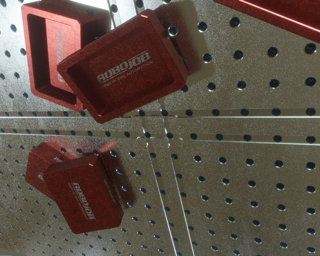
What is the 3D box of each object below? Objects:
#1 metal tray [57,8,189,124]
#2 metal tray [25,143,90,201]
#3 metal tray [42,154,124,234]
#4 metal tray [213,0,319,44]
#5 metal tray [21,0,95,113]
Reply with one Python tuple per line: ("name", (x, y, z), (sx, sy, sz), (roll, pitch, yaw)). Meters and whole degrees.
("metal tray", (-0.044, -0.067, 0.365), (0.130, 0.030, 0.090), (-22, 116, 25))
("metal tray", (-0.177, 0.095, 0.558), (0.130, 0.030, 0.089), (32, 128, 7))
("metal tray", (-0.126, 0.114, 0.519), (0.090, 0.030, 0.129), (-14, 113, 12))
("metal tray", (0.120, -0.132, 0.262), (0.130, 0.030, 0.089), (27, 128, 11))
("metal tray", (-0.134, -0.094, 0.418), (0.090, 0.030, 0.129), (20, 126, 15))
